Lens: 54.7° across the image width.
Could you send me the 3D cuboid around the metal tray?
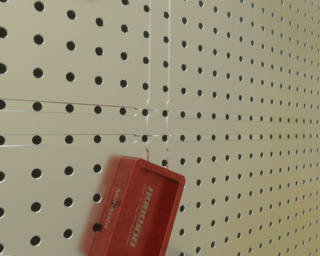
[{"bbox_3d":[-0.023,0.110,0.388,0.090,0.030,0.130,28,73,-37],"label":"metal tray"}]
